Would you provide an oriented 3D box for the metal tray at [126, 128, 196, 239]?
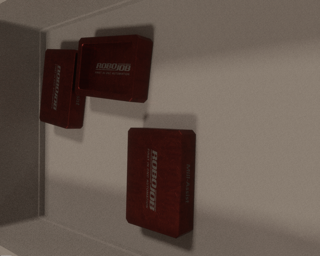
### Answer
[{"bbox_3d":[-0.001,0.065,0.403,0.090,0.030,0.129,3,92,39],"label":"metal tray"}]

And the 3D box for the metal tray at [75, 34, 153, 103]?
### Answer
[{"bbox_3d":[-0.073,-0.088,0.461,0.130,0.030,0.089,11,97,39],"label":"metal tray"}]

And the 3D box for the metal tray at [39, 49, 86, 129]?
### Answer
[{"bbox_3d":[-0.168,-0.069,0.539,0.090,0.030,0.129,13,98,39],"label":"metal tray"}]
